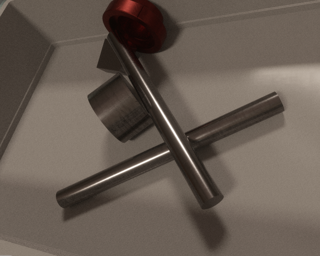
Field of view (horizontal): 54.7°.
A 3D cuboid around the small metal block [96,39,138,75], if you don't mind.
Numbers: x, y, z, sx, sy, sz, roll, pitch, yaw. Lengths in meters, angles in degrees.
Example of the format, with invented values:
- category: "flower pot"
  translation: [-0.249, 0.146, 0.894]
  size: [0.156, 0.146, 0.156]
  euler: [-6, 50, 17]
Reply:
- category: "small metal block"
  translation: [-0.070, -0.115, 0.501]
  size: [0.050, 0.025, 0.050]
  euler: [15, 88, 34]

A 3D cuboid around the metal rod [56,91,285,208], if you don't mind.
- category: "metal rod"
  translation: [0.003, 0.032, 0.383]
  size: [0.301, 0.025, 0.025]
  euler: [-25, 53, 12]

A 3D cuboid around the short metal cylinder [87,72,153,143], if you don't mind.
- category: "short metal cylinder"
  translation: [-0.050, -0.027, 0.412]
  size: [0.050, 0.080, 0.080]
  euler: [-36, 51, 4]

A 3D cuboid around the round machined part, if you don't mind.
- category: "round machined part"
  translation: [-0.034, -0.161, 0.473]
  size: [0.098, 0.098, 0.042]
  euler: [15, 72, 34]

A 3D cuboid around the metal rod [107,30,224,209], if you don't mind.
- category: "metal rod"
  translation: [-0.009, -0.033, 0.391]
  size: [0.025, 0.025, 0.300]
  euler: [-34, 55, 6]
